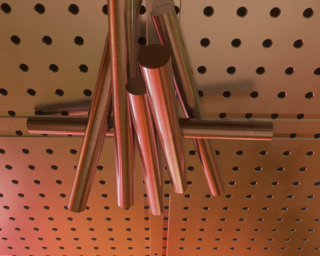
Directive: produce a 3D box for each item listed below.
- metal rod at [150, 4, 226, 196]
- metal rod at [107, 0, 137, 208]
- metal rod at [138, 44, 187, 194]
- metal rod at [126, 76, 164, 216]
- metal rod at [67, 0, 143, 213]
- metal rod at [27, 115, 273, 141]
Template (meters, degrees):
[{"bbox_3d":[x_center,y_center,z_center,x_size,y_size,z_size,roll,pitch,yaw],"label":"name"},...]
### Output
[{"bbox_3d":[0.047,-0.010,0.403,0.025,0.025,0.299,-14,129,11],"label":"metal rod"},{"bbox_3d":[-0.040,-0.010,0.348,0.025,0.025,0.298,2,129,-2],"label":"metal rod"},{"bbox_3d":[0.013,0.019,0.362,0.025,0.025,0.299,-6,150,5],"label":"metal rod"},{"bbox_3d":[-0.012,0.049,0.409,0.025,0.025,0.299,-2,144,2],"label":"metal rod"},{"bbox_3d":[-0.068,-0.019,0.355,0.025,0.025,0.298,14,117,-12],"label":"metal rod"},{"bbox_3d":[-0.018,-0.001,0.386,0.301,0.025,0.025,1,131,8],"label":"metal rod"}]
